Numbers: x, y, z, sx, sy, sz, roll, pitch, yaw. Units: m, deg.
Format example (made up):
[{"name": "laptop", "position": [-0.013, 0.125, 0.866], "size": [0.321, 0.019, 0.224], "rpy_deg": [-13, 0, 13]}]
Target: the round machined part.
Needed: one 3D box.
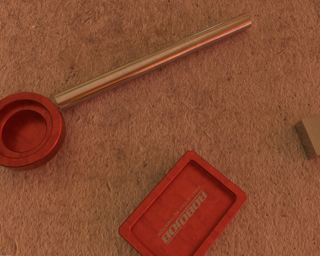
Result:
[{"name": "round machined part", "position": [-0.169, 0.007, 0.395], "size": [0.099, 0.042, 0.098], "rpy_deg": [0, 70, 0]}]

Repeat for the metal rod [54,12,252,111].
[{"name": "metal rod", "position": [-0.003, -0.098, 0.443], "size": [0.302, 0.025, 0.025], "rpy_deg": [-26, 72, -9]}]

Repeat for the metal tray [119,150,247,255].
[{"name": "metal tray", "position": [0.028, 0.103, 0.368], "size": [0.090, 0.030, 0.130], "rpy_deg": [40, 74, 13]}]

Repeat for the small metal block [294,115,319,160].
[{"name": "small metal block", "position": [0.213, 0.010, 0.406], "size": [0.050, 0.025, 0.050], "rpy_deg": [-13, 71, -5]}]
